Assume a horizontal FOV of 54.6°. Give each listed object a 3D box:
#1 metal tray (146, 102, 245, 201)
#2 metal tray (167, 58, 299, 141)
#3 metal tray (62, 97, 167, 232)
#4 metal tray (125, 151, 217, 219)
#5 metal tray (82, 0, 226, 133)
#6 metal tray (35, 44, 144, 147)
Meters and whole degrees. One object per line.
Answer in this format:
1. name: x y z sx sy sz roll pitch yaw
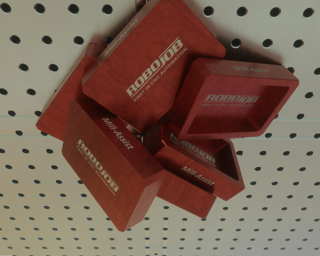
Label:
1. metal tray: 0.044 0.026 0.390 0.130 0.090 0.030 31 123 -24
2. metal tray: 0.083 -0.029 0.352 0.131 0.030 0.089 -2 135 -29
3. metal tray: -0.058 0.037 0.343 0.030 0.130 0.089 -20 145 -42
4. metal tray: 0.002 0.066 0.405 0.090 0.130 0.030 31 85 -24
5. metal tray: -0.007 -0.066 0.327 0.130 0.030 0.090 -44 122 14
6. metal tray: -0.082 -0.028 0.384 0.090 0.030 0.129 31 124 -25
